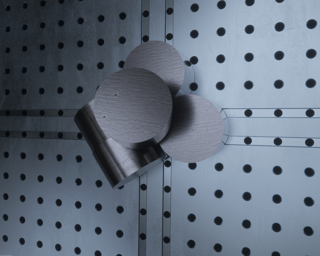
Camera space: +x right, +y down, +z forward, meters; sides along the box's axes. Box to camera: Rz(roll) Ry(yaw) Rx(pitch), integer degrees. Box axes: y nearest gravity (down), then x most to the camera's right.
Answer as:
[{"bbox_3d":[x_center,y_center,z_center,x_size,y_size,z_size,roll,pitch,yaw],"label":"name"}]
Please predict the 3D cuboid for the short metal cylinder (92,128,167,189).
[{"bbox_3d":[-0.038,0.036,0.395,0.080,0.080,0.050,-35,79,16],"label":"short metal cylinder"}]

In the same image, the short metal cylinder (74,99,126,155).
[{"bbox_3d":[-0.063,-0.007,0.405,0.080,0.080,0.050,-35,79,16],"label":"short metal cylinder"}]

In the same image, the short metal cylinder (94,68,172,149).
[{"bbox_3d":[-0.027,-0.019,0.339,0.081,0.050,0.080,0,78,2],"label":"short metal cylinder"}]

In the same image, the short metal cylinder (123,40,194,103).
[{"bbox_3d":[-0.001,-0.066,0.398,0.080,0.050,0.079,0,90,19],"label":"short metal cylinder"}]

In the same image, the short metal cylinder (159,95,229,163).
[{"bbox_3d":[0.042,0.001,0.383,0.080,0.050,0.079,0,90,19],"label":"short metal cylinder"}]
